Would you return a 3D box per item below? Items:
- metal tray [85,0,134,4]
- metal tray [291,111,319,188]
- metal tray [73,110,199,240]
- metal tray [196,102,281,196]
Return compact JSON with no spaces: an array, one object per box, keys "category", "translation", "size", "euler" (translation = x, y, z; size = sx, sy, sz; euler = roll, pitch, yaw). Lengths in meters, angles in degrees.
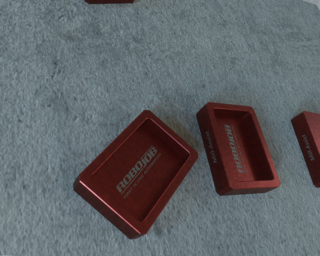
[{"category":"metal tray","translation":[-0.102,-0.262,0.506],"size":[0.091,0.030,0.130],"euler":[-18,71,-35]},{"category":"metal tray","translation":[0.288,0.038,0.536],"size":[0.091,0.030,0.130],"euler":[8,58,-25]},{"category":"metal tray","translation":[-0.022,0.048,0.360],"size":[0.090,0.030,0.131],"euler":[41,51,0]},{"category":"metal tray","translation":[0.110,0.028,0.444],"size":[0.091,0.030,0.130],"euler":[3,60,-27]}]
